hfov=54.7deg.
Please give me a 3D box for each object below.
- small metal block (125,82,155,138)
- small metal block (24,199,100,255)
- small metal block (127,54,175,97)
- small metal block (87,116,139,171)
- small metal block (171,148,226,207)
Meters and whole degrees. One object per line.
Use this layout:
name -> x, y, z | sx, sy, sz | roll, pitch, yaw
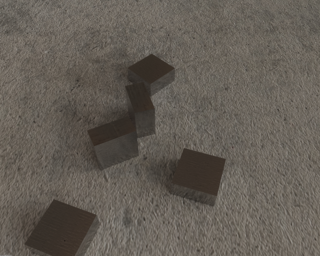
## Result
small metal block -> -0.026, -0.023, 0.406 | 0.025, 0.050, 0.050 | -14, 52, -11
small metal block -> -0.096, 0.107, 0.312 | 0.050, 0.025, 0.050 | 16, 52, 13
small metal block -> -0.013, -0.081, 0.471 | 0.050, 0.025, 0.050 | -37, 59, -27
small metal block -> -0.055, 0.019, 0.371 | 0.050, 0.050, 0.025 | -21, 53, -17
small metal block -> 0.044, 0.056, 0.356 | 0.050, 0.025, 0.050 | 14, 51, 12
